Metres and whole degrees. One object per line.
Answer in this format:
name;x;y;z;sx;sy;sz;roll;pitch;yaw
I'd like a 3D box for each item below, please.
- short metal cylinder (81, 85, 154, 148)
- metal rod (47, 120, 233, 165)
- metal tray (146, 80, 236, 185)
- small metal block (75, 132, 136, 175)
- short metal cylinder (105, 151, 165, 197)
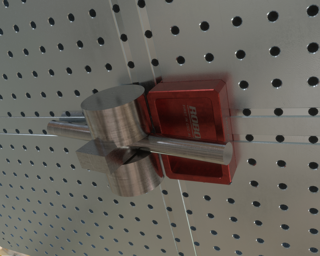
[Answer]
short metal cylinder;-0.053;-0.017;0.391;0.080;0.080;0.050;1;119;28
metal rod;-0.050;0.013;0.416;0.300;0.025;0.025;7;122;35
metal tray;0.042;0.007;0.390;0.090;0.030;0.129;1;119;27
small metal block;-0.067;0.030;0.387;0.050;0.050;0.025;6;121;35
short metal cylinder;-0.038;0.049;0.425;0.080;0.080;0.050;2;119;27
